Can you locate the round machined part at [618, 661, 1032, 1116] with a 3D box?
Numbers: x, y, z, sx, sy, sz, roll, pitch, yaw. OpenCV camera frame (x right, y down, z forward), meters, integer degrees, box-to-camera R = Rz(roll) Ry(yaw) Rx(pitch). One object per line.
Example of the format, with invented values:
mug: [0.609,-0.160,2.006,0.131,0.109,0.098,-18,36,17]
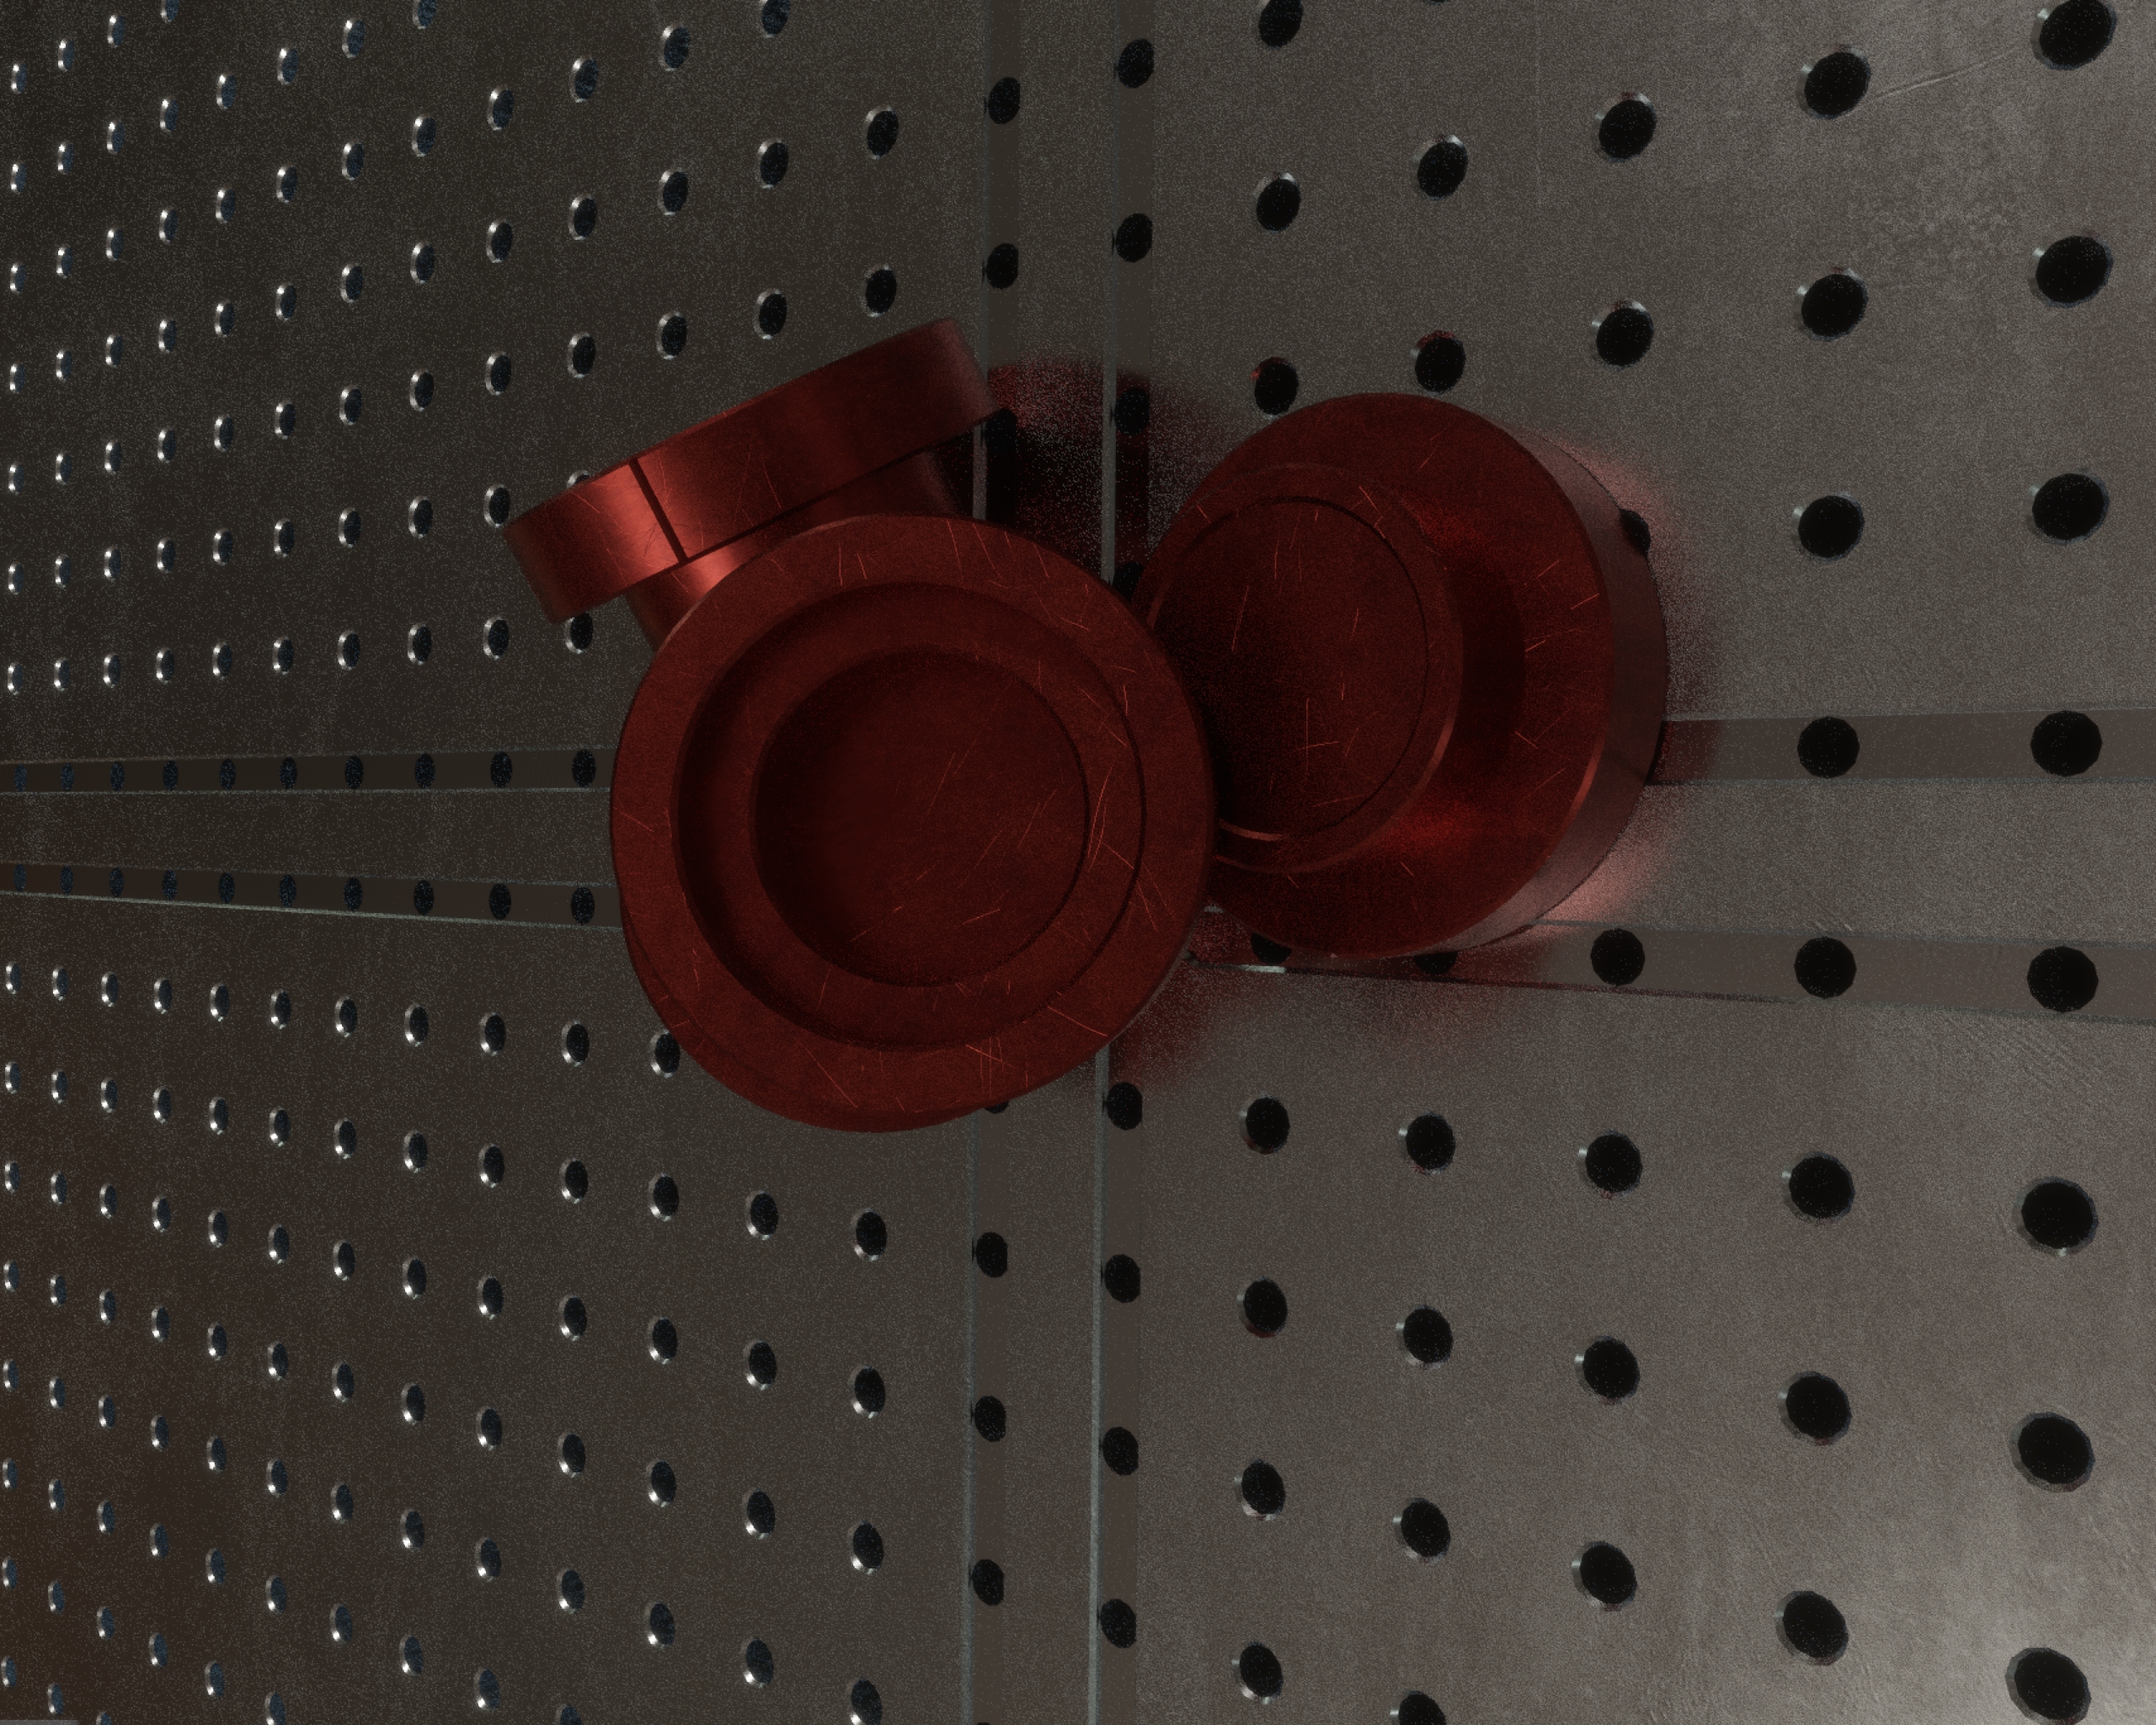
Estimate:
round machined part: [-0.060,0.006,0.446,0.098,0.042,0.097,0,90,39]

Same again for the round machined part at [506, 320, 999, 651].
round machined part: [-0.059,-0.068,0.415,0.098,0.099,0.042,-16,106,38]

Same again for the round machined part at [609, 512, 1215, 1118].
round machined part: [-0.025,-0.007,0.355,0.099,0.042,0.097,0,89,6]

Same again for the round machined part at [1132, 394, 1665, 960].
round machined part: [0.046,-0.032,0.359,0.098,0.042,0.097,0,90,39]

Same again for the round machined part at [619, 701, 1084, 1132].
round machined part: [-0.039,0.003,0.398,0.099,0.042,0.097,0,87,2]
